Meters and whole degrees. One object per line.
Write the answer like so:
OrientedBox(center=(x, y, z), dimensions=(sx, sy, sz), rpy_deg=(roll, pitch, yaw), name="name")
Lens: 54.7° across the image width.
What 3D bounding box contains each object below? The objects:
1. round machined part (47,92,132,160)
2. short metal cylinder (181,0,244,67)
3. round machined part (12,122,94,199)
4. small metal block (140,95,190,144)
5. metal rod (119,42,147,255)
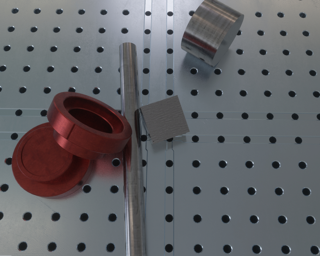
OrientedBox(center=(-0.086, 0.001, 0.369), dimensions=(0.098, 0.098, 0.042), rpy_deg=(36, 110, 12), name="round machined part")
OrientedBox(center=(0.073, -0.132, 0.432), dimensions=(0.050, 0.080, 0.080), rpy_deg=(34, 74, 11), name="short metal cylinder")
OrientedBox(center=(-0.137, 0.037, 0.388), dimensions=(0.099, 0.042, 0.098), rpy_deg=(0, 70, 0), name="round machined part")
OrientedBox(center=(0.005, -0.011, 0.407), dimensions=(0.050, 0.025, 0.050), rpy_deg=(-19, 91, -8), name="small metal block")
OrientedBox(center=(-0.037, 0.022, 0.403), dimensions=(0.025, 0.025, 0.299), rpy_deg=(-4, 70, -2), name="metal rod")
